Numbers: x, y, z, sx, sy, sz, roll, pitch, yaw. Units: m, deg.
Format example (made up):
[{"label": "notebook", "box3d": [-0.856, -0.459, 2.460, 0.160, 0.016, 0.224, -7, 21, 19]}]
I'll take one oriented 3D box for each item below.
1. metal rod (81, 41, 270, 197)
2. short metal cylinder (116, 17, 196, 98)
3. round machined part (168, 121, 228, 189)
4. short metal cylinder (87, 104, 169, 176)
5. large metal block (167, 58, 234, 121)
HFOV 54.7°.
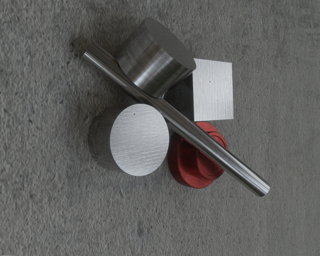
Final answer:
[{"label": "metal rod", "box3d": [0.033, 0.000, 0.389, 0.301, 0.025, 0.025, 38, 66, -19]}, {"label": "short metal cylinder", "box3d": [-0.004, -0.081, 0.362, 0.080, 0.050, 0.080, 36, 29, -23]}, {"label": "round machined part", "box3d": [0.061, 0.039, 0.445, 0.099, 0.042, 0.097, 0, 90, -40]}, {"label": "short metal cylinder", "box3d": [-0.036, 0.013, 0.361, 0.081, 0.050, 0.080, 0, 90, -40]}, {"label": "large metal block", "box3d": [0.057, -0.051, 0.434, 0.081, 0.050, 0.079, -4, 93, -40]}]
